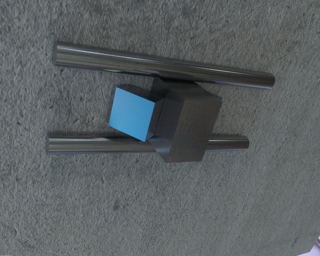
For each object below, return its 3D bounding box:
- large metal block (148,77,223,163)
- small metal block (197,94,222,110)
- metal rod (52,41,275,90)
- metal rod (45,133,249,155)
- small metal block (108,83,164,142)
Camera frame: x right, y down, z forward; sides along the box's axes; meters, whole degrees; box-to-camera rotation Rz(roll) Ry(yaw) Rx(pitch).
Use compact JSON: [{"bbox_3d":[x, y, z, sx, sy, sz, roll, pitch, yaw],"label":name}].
[{"bbox_3d":[0.021,-0.014,0.380,0.050,0.080,0.079,1,118,-29],"label":"large metal block"},{"bbox_3d":[0.062,-0.016,0.416,0.025,0.050,0.050,19,114,9],"label":"small metal block"},{"bbox_3d":[0.027,-0.071,0.381,0.303,0.025,0.025,1,118,-29],"label":"metal rod"},{"bbox_3d":[0.004,0.021,0.425,0.303,0.025,0.025,2,118,-30],"label":"metal rod"},{"bbox_3d":[-0.028,-0.019,0.365,0.025,0.050,0.050,-36,146,-60],"label":"small metal block"}]
